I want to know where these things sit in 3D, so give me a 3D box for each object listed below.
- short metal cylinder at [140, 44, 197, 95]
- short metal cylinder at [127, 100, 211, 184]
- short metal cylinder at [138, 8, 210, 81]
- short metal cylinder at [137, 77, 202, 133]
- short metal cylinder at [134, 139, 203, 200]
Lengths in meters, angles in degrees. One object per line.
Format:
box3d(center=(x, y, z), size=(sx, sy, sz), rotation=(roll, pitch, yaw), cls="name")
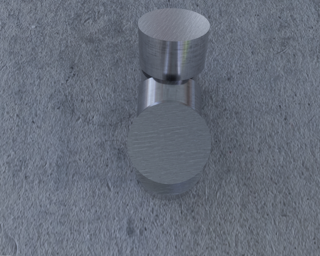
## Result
box3d(center=(0.013, -0.081, 0.426), size=(0.081, 0.050, 0.080), rotation=(0, 70, 0), cls="short metal cylinder")
box3d(center=(0.009, 0.012, 0.321), size=(0.080, 0.050, 0.079), rotation=(0, 98, 1), cls="short metal cylinder")
box3d(center=(0.015, -0.099, 0.364), size=(0.081, 0.050, 0.080), rotation=(1, 45, -1), cls="short metal cylinder")
box3d(center=(0.012, -0.025, 0.390), size=(0.080, 0.080, 0.050), rotation=(1, 70, 0), cls="short metal cylinder")
box3d(center=(0.010, 0.046, 0.380), size=(0.081, 0.050, 0.080), rotation=(0, 70, 0), cls="short metal cylinder")
